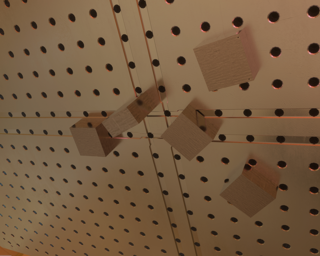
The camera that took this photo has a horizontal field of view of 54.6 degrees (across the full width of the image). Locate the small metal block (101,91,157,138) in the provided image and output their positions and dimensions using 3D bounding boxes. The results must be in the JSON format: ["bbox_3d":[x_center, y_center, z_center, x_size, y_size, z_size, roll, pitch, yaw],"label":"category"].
[{"bbox_3d":[-0.040,-0.018,0.406,0.050,0.050,0.025,-27,104,37],"label":"small metal block"}]

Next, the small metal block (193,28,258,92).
[{"bbox_3d":[0.070,-0.072,0.330,0.050,0.025,0.050,-11,113,33],"label":"small metal block"}]

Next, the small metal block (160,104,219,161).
[{"bbox_3d":[0.037,0.007,0.396,0.050,0.025,0.050,41,129,0],"label":"small metal block"}]

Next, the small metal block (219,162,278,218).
[{"bbox_3d":[0.114,0.081,0.401,0.050,0.025,0.050,36,129,4],"label":"small metal block"}]

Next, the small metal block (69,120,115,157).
[{"bbox_3d":[-0.104,0.016,0.477,0.050,0.025,0.050,0,119,28],"label":"small metal block"}]
